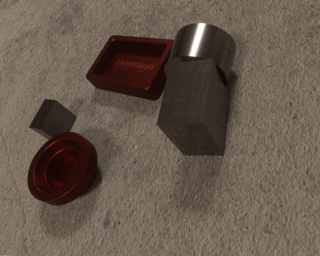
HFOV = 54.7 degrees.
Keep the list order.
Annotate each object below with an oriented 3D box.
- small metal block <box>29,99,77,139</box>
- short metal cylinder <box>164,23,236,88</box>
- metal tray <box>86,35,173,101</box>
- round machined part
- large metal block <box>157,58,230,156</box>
[{"bbox_3d":[-0.163,-0.010,0.477,0.025,0.050,0.050,8,66,31],"label":"small metal block"},{"bbox_3d":[0.051,-0.085,0.393,0.080,0.080,0.050,4,64,30],"label":"short metal cylinder"},{"bbox_3d":[-0.043,-0.097,0.480,0.130,0.030,0.090,15,69,34],"label":"metal tray"},{"bbox_3d":[-0.126,0.058,0.422,0.098,0.042,0.098,-13,56,20],"label":"round machined part"},{"bbox_3d":[0.043,-0.021,0.358,0.050,0.080,0.080,-2,61,27],"label":"large metal block"}]
